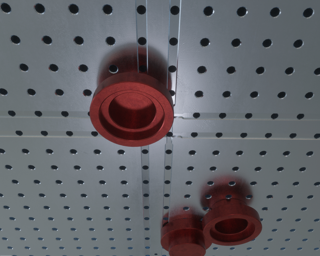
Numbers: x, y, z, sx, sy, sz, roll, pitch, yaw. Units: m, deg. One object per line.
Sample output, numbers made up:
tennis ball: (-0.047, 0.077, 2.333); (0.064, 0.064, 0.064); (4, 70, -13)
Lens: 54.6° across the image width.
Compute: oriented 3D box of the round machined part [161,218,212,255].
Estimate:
round machined part: (0.050, 0.216, 0.584); (0.099, 0.042, 0.097); (0, 130, 0)

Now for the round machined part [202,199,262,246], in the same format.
round machined part: (0.122, 0.160, 0.537); (0.099, 0.042, 0.097); (0, 130, 0)

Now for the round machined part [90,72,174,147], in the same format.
round machined part: (-0.033, -0.026, 0.378); (0.099, 0.042, 0.097); (0, 130, 0)
